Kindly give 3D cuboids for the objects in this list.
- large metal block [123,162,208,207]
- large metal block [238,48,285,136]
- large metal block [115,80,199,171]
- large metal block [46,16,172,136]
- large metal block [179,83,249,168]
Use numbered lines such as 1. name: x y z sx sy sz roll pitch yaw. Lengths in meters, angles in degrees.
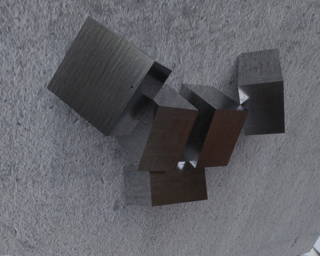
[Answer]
1. large metal block: 0.005 0.074 0.415 0.081 0.080 0.050 1 79 -29
2. large metal block: 0.134 -0.048 0.411 0.050 0.080 0.080 -5 129 18
3. large metal block: -0.009 -0.005 0.367 0.050 0.080 0.079 5 116 -31
4. large metal block: -0.049 -0.048 0.306 0.080 0.080 0.050 -56 164 11
5. large metal block: 0.058 -0.005 0.403 0.050 0.080 0.079 1 118 -29
